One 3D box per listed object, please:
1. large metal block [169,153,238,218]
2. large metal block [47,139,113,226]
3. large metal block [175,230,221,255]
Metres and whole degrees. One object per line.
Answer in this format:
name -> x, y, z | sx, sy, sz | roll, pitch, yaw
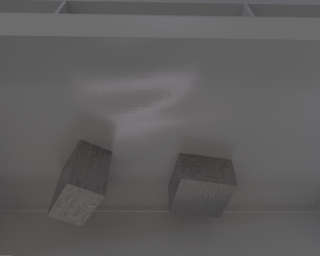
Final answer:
large metal block -> 0.061, 0.088, 0.468 | 0.081, 0.050, 0.079 | 8, 130, -7
large metal block -> -0.112, 0.077, 0.438 | 0.050, 0.080, 0.080 | 24, 126, -19
large metal block -> 0.076, 0.258, 0.596 | 0.080, 0.080, 0.050 | 36, 121, -27
